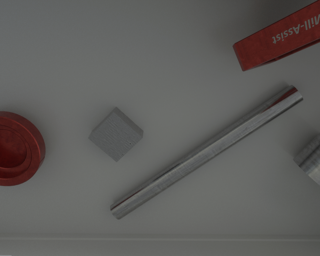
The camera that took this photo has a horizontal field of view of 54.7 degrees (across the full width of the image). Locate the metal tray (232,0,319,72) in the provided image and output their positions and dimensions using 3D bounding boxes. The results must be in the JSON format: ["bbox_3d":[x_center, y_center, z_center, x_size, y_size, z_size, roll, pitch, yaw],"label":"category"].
[{"bbox_3d":[0.151,-0.100,0.310,0.130,0.091,0.030,-21,91,42],"label":"metal tray"}]

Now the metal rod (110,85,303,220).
[{"bbox_3d":[0.055,0.039,0.426,0.300,0.025,0.025,-35,107,11],"label":"metal rod"}]

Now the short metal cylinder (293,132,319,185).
[{"bbox_3d":[0.224,0.050,0.404,0.080,0.080,0.050,36,106,-13],"label":"short metal cylinder"}]

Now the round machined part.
[{"bbox_3d":[-0.200,0.024,0.408,0.099,0.042,0.097,0,110,-1],"label":"round machined part"}]

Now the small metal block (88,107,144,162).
[{"bbox_3d":[-0.058,0.009,0.414,0.050,0.025,0.050,43,104,-15],"label":"small metal block"}]
